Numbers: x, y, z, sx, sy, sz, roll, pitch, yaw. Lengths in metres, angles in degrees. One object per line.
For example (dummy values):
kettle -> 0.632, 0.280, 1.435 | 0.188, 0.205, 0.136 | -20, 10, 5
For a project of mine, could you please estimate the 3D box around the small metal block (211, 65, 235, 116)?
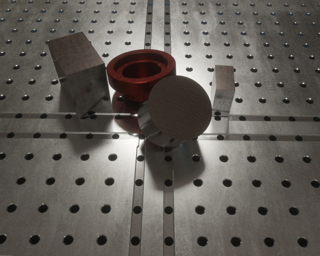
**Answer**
small metal block -> 0.088, -0.053, 0.437 | 0.025, 0.050, 0.050 | 4, 50, 3

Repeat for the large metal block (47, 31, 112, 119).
large metal block -> -0.111, -0.074, 0.432 | 0.050, 0.080, 0.080 | -23, 54, -18

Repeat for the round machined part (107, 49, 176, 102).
round machined part -> -0.025, -0.074, 0.451 | 0.099, 0.042, 0.098 | -3, 40, 3

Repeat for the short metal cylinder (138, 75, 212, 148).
short metal cylinder -> 0.017, -0.019, 0.386 | 0.081, 0.050, 0.080 | 5, 75, -17
